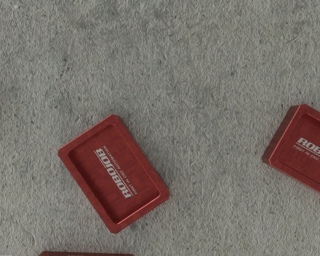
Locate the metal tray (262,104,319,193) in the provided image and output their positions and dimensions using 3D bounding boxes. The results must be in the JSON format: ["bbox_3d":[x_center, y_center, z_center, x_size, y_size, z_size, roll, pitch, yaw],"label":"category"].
[{"bbox_3d":[0.215,0.037,0.408,0.130,0.030,0.090,29,90,0],"label":"metal tray"}]

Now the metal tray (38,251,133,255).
[{"bbox_3d":[-0.100,0.214,0.406,0.131,0.030,0.089,2,90,0],"label":"metal tray"}]

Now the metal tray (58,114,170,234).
[{"bbox_3d":[-0.058,0.058,0.406,0.090,0.030,0.130,-34,90,0],"label":"metal tray"}]
